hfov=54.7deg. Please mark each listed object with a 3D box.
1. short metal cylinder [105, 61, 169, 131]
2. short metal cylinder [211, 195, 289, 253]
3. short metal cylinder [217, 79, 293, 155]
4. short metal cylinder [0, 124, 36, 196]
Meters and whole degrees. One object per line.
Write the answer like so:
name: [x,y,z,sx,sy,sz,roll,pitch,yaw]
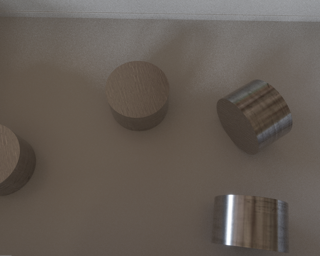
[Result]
short metal cylinder: [-0.028,-0.041,0.411,0.081,0.050,0.080,0,70,0]
short metal cylinder: [0.099,0.106,0.343,0.080,0.080,0.050,7,70,2]
short metal cylinder: [0.116,-0.013,0.387,0.050,0.080,0.080,-31,73,-11]
short metal cylinder: [-0.202,0.040,0.379,0.081,0.050,0.080,0,70,0]
